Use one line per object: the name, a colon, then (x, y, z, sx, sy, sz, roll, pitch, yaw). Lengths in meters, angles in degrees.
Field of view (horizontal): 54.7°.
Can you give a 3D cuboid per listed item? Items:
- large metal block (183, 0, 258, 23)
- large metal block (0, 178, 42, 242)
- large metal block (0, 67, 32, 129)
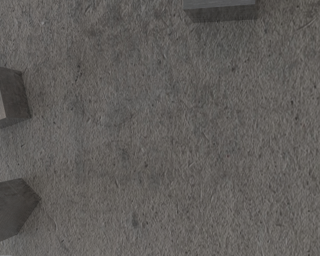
large metal block: (0.075, -0.175, 0.369, 0.080, 0.050, 0.079, 3, 91, 20)
large metal block: (-0.242, 0.128, 0.465, 0.050, 0.080, 0.080, 40, 103, 15)
large metal block: (-0.260, -0.043, 0.488, 0.080, 0.050, 0.080, -16, 85, 19)
